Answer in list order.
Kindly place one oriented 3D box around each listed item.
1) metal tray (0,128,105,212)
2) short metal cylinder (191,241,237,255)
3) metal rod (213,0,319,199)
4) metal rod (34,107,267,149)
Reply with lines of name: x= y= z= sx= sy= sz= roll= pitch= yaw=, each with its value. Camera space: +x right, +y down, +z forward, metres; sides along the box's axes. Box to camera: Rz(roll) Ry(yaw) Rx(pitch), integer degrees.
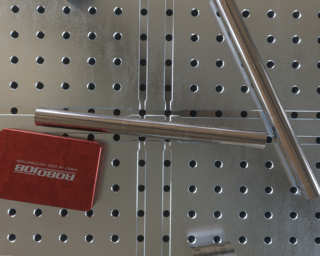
metal tray: x=-0.146 y=0.054 z=0.409 sx=0.131 sy=0.030 sz=0.089 roll=9 pitch=90 yaw=-1
short metal cylinder: x=0.070 y=0.187 z=0.387 sx=0.050 sy=0.080 sz=0.080 roll=-9 pitch=90 yaw=0
metal rod: x=0.143 y=-0.046 z=0.415 sx=0.025 sy=0.025 sz=0.299 roll=-25 pitch=90 yaw=0
metal rod: x=-0.012 y=0.001 z=0.413 sx=0.302 sy=0.025 sz=0.025 roll=6 pitch=90 yaw=-1
